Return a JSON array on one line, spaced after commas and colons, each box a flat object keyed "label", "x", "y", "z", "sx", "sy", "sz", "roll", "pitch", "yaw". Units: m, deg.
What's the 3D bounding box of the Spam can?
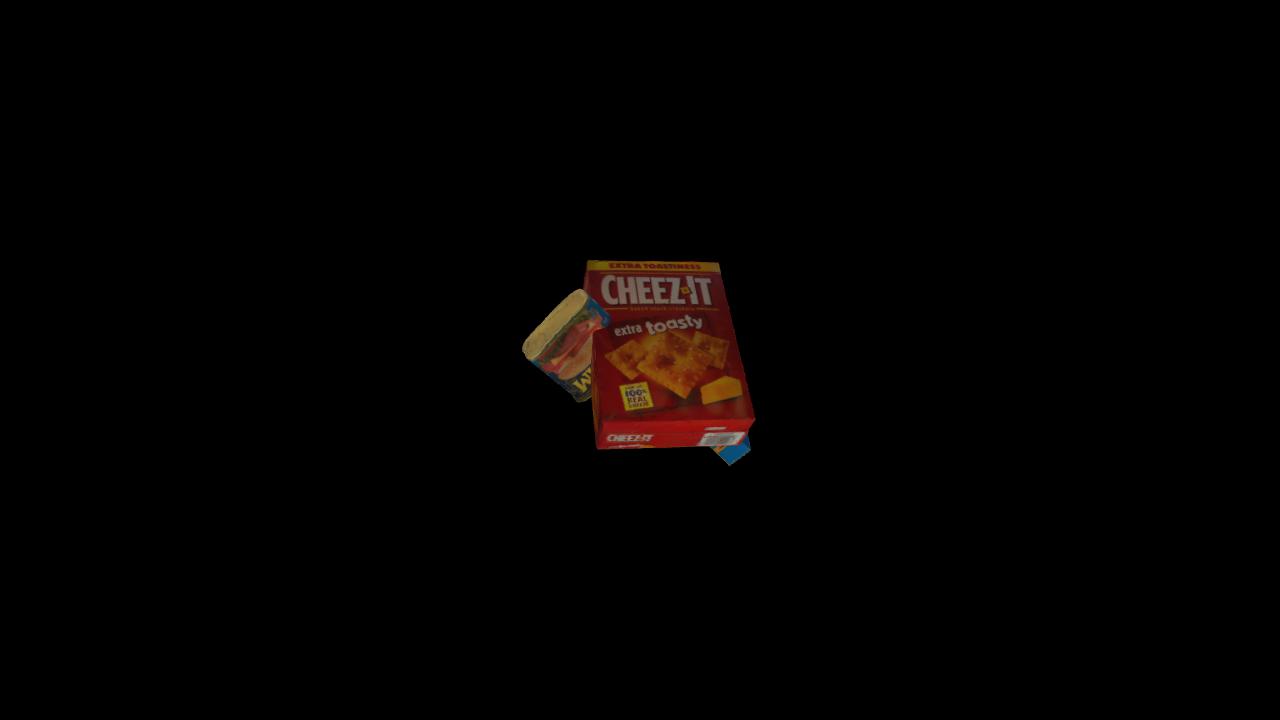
[{"label": "Spam can", "x": -0.068, "y": -0.017, "z": 0.692, "sx": 0.085, "sy": 0.101, "sz": 0.058, "roll": 43, "pitch": 2, "yaw": -31}]

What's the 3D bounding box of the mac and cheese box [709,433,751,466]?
[{"label": "mac and cheese box", "x": 0.058, "y": 0.038, "z": 0.747, "sx": 0.041, "sy": 0.184, "sz": 0.093, "roll": -41, "pitch": 15, "yaw": 17}]

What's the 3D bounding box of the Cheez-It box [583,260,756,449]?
[{"label": "Cheez-It box", "x": 0.025, "y": -0.012, "z": 0.701, "sx": 0.166, "sy": 0.223, "sz": 0.071, "roll": 0, "pitch": -34, "yaw": -12}]
